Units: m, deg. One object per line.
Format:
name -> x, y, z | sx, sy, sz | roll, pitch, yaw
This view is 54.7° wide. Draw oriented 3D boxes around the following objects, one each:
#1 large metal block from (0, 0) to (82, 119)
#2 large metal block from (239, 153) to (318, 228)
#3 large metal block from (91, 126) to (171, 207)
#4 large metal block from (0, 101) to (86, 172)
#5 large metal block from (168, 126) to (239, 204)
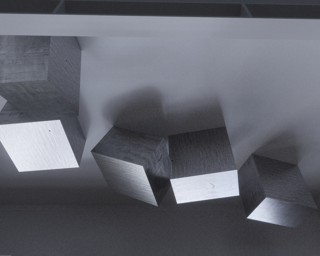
large metal block -> -0.115, -0.061, 0.300 | 0.050, 0.080, 0.080 | -4, 160, 3
large metal block -> 0.166, 0.091, 0.453 | 0.081, 0.080, 0.050 | 15, 128, -13
large metal block -> -0.033, 0.050, 0.413 | 0.080, 0.050, 0.080 | 12, 137, 29
large metal block -> -0.149, 0.008, 0.397 | 0.080, 0.050, 0.080 | -5, 130, 3
large metal block -> 0.056, 0.048, 0.415 | 0.080, 0.080, 0.050 | -9, 130, 7
